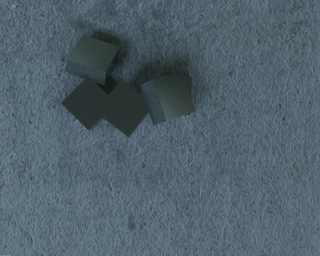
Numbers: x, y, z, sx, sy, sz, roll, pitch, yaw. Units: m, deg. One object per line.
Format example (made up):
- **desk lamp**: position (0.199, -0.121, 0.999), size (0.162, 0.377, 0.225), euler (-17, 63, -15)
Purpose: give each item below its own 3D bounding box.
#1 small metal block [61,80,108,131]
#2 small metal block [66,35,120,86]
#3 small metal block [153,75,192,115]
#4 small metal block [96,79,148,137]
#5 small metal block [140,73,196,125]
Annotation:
- **small metal block**: position (-0.092, -0.032, 0.409), size (0.050, 0.025, 0.050), euler (-45, 91, 0)
- **small metal block**: position (-0.085, -0.088, 0.398), size (0.050, 0.025, 0.050), euler (19, 53, -1)
- **small metal block**: position (0.015, -0.043, 0.411), size (0.050, 0.025, 0.050), euler (2, 90, -1)
- **small metal block**: position (-0.042, -0.024, 0.384), size (0.050, 0.025, 0.050), euler (38, 90, -1)
- **small metal block**: position (0.010, -0.035, 0.374), size (0.050, 0.025, 0.050), euler (-19, 90, -40)
